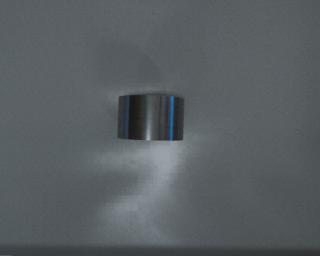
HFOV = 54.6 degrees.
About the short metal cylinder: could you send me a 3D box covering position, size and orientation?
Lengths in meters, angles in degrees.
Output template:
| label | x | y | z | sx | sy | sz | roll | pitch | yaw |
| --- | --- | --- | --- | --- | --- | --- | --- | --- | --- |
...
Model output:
| label | x | y | z | sx | sy | sz | roll | pitch | yaw |
| --- | --- | --- | --- | --- | --- | --- | --- | --- | --- |
| short metal cylinder | -0.011 | -0.011 | 0.381 | 0.080 | 0.080 | 0.050 | 2 | 90 | 0 |
